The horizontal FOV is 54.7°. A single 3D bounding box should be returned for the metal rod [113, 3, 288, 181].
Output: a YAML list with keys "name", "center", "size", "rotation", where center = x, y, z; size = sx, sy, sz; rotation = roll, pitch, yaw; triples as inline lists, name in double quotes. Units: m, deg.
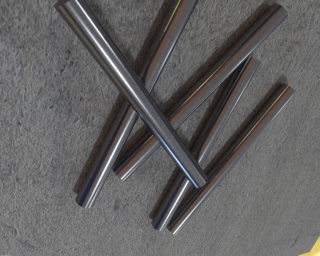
- name: "metal rod"
  center: [0.050, -0.045, 0.408]
  size: [0.300, 0.025, 0.025]
  rotation: [-45, 130, 3]

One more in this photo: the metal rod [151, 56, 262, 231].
- name: "metal rod"
  center: [0.062, 0.032, 0.462]
  size: [0.025, 0.025, 0.298]
  rotation: [15, 111, -35]

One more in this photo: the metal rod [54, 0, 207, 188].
- name: "metal rod"
  center: [-0.011, -0.017, 0.357]
  size: [0.025, 0.025, 0.300]
  rotation: [-38, 130, -3]

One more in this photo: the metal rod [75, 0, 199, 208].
- name: "metal rod"
  center: [-0.032, -0.028, 0.373]
  size: [0.025, 0.025, 0.298]
  rotation: [17, 109, -35]

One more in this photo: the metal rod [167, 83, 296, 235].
- name: "metal rod"
  center: [0.110, 0.055, 0.503]
  size: [0.025, 0.025, 0.299]
  rotation: [31, 101, -38]
